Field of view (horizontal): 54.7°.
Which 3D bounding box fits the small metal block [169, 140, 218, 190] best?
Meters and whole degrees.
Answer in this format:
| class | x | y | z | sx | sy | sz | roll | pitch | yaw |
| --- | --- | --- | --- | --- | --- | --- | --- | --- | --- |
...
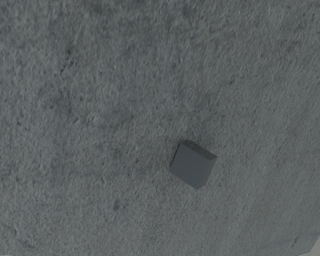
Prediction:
| class | x | y | z | sx | sy | sz | roll | pitch | yaw |
| --- | --- | --- | --- | --- | --- | --- | --- | --- | --- |
| small metal block | 0.048 | 0.053 | 0.448 | 0.025 | 0.050 | 0.050 | -14 | 129 | -54 |
